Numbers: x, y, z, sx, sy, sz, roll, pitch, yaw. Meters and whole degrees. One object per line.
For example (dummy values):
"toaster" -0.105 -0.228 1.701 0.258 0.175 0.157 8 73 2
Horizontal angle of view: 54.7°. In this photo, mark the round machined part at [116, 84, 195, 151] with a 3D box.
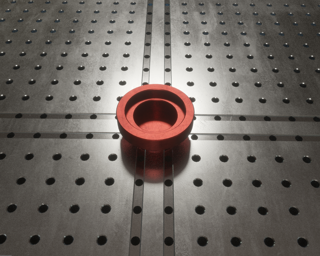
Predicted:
"round machined part" -0.006 -0.010 0.405 0.099 0.042 0.098 0 50 0
